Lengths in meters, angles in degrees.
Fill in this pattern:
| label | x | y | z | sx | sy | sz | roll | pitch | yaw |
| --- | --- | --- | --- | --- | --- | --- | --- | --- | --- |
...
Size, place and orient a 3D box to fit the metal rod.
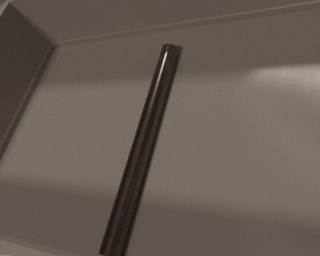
| label | x | y | z | sx | sy | sz | roll | pitch | yaw |
| --- | --- | --- | --- | --- | --- | --- | --- | --- | --- |
| metal rod | -0.021 | 0.012 | 0.407 | 0.025 | 0.025 | 0.300 | 1 | 62 | 28 |
